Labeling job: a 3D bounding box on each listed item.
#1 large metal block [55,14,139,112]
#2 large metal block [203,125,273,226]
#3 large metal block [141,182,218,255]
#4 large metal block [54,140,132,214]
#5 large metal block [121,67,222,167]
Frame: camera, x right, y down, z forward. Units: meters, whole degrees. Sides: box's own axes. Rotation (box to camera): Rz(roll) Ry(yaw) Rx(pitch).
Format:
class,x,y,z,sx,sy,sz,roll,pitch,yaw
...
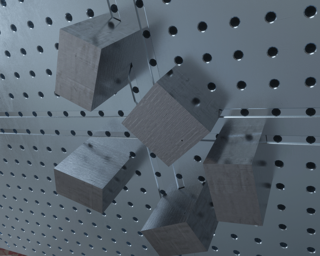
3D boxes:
class,x,y,z,sx,sy,sz,roll,pitch,yaw
large metal block,-0.074,-0.078,0.364,0.050,0.080,0.079,28,128,10
large metal block,0.094,0.052,0.358,0.050,0.080,0.080,-3,117,29
large metal block,0.033,0.129,0.437,0.080,0.080,0.050,-25,105,36
large metal block,-0.099,0.071,0.470,0.080,0.080,0.050,19,126,17
large metal block,0.014,-0.012,0.379,0.080,0.050,0.080,43,129,-2
